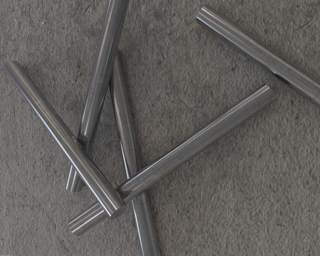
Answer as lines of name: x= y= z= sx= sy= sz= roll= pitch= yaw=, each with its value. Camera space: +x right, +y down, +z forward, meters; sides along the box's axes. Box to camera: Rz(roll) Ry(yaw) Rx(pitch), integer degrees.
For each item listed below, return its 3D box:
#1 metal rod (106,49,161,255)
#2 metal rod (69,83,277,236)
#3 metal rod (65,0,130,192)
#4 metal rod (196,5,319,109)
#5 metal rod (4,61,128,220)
metal rod: x=-0.040 y=0.035 z=0.423 sx=0.025 sy=0.025 sz=0.298 roll=-13 pitch=86 yaw=19
metal rod: x=0.009 y=0.044 z=0.385 sx=0.300 sy=0.025 sz=0.025 roll=-36 pitch=79 yaw=8
metal rod: x=-0.084 y=-0.050 z=0.415 sx=0.025 sy=0.025 sz=0.298 roll=22 pitch=106 yaw=18
metal rod: x=0.164 y=-0.050 z=0.350 sx=0.300 sy=0.025 sz=0.025 roll=40 pitch=103 yaw=15
metal rod: x=-0.141 y=0.001 z=0.428 sx=0.025 sy=0.025 sz=0.300 roll=-50 pitch=64 yaw=13
